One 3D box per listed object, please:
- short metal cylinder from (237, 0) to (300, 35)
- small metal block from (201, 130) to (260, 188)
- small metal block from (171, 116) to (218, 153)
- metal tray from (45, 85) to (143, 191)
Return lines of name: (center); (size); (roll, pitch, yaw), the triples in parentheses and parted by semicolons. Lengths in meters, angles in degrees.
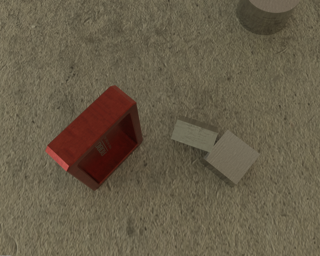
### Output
short metal cylinder: (0.161, -0.188, 0.465); (0.081, 0.050, 0.080); (0, 70, 0)
small metal block: (0.089, 0.039, 0.394); (0.050, 0.025, 0.050); (39, 74, 12)
small metal block: (0.045, 0.006, 0.390); (0.050, 0.050, 0.025); (19, 101, 7)
metal tray: (-0.063, 0.018, 0.345); (0.030, 0.130, 0.090); (40, 75, 13)
